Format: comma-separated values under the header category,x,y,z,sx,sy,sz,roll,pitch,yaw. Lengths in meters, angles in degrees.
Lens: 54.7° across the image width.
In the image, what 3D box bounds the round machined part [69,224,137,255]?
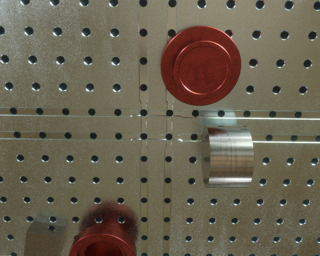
category,x,y,z,sx,sy,sz,roll,pitch,yaw
round machined part,-0.084,0.187,0.473,0.099,0.042,0.097,0,110,0

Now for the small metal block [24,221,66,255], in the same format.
category,x,y,z,sx,sy,sz,roll,pitch,yaw
small metal block,-0.177,0.175,0.476,0.050,0.025,0.050,12,110,-5

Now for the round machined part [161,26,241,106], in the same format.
category,x,y,z,sx,sy,sz,roll,pitch,yaw
round machined part,0.050,-0.073,0.378,0.099,0.042,0.097,0,110,0

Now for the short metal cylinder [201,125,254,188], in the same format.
category,x,y,z,sx,sy,sz,roll,pitch,yaw
short metal cylinder,0.083,0.036,0.398,0.050,0.080,0.079,0,110,0
